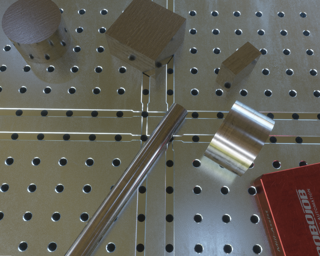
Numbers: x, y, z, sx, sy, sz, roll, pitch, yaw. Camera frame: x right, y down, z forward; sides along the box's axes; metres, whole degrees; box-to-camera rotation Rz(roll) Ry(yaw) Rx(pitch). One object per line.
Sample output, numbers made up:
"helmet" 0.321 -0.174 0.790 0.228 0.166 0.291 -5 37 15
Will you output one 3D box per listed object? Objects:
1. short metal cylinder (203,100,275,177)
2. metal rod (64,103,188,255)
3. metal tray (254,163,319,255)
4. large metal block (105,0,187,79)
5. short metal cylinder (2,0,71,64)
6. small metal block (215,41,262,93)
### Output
"short metal cylinder" 0.096 0.012 0.378 0.050 0.080 0.080 31 73 11
"metal rod" -0.056 0.091 0.377 0.025 0.025 0.300 32 73 11
"metal tray" 0.177 0.113 0.369 0.091 0.030 0.130 -11 70 -4
"large metal block" -0.019 -0.131 0.446 0.080 0.050 0.080 31 73 10
"short metal cylinder" -0.176 -0.141 0.449 0.081 0.050 0.080 0 70 0
"small metal block" 0.108 -0.084 0.430 0.050 0.050 0.025 -40 75 -13
